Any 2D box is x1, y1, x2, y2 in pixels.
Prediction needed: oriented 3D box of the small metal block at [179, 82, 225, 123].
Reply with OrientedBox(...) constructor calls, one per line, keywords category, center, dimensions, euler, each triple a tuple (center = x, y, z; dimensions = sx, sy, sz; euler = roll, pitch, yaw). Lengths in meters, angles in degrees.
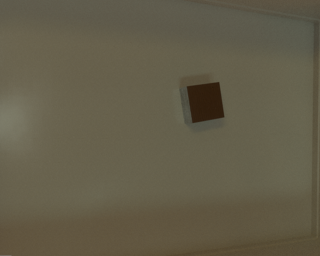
OrientedBox(category="small metal block", center=(0.059, -0.035, 0.433), dimensions=(0.050, 0.025, 0.050), euler=(-10, 94, -20))
